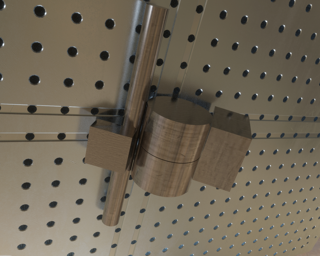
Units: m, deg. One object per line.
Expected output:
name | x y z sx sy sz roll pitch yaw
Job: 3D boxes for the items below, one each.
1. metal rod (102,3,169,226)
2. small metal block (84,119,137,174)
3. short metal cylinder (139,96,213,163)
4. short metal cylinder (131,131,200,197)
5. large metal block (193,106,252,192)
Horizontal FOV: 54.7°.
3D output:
metal rod | -0.037 0.003 0.387 0.025 0.025 0.298 0 118 -29
small metal block | -0.059 0.022 0.373 0.050 0.025 0.050 16 114 3
short metal cylinder | 0.019 0.000 0.380 0.081 0.080 0.050 0 118 -29
short metal cylinder | 0.007 0.044 0.402 0.081 0.080 0.050 0 118 -29
large metal block | 0.085 0.026 0.424 0.050 0.080 0.079 18 115 5
